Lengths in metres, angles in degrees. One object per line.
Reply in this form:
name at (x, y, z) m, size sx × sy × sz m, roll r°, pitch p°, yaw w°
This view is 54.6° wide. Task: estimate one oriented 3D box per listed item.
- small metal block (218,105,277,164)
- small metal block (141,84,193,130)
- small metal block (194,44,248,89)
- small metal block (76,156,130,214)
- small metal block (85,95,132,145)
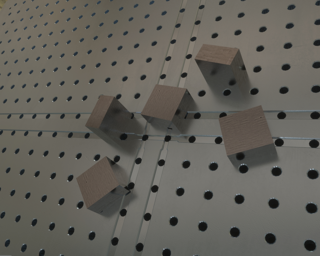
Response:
small metal block at (0.099, 0.008, 0.352) m, size 0.050 × 0.025 × 0.050 m, roll -18°, pitch 55°, yaw 18°
small metal block at (0.010, -0.029, 0.422) m, size 0.050 × 0.025 × 0.050 m, roll 14°, pitch 69°, yaw 33°
small metal block at (0.079, -0.079, 0.400) m, size 0.050 × 0.050 × 0.025 m, roll 19°, pitch 72°, yaw 35°
small metal block at (-0.075, 0.074, 0.404) m, size 0.050 × 0.025 × 0.050 m, roll -37°, pitch 51°, yaw 3°
small metal block at (-0.071, -0.011, 0.437) m, size 0.025 × 0.050 × 0.050 m, roll 9°, pitch 66°, yaw 32°
